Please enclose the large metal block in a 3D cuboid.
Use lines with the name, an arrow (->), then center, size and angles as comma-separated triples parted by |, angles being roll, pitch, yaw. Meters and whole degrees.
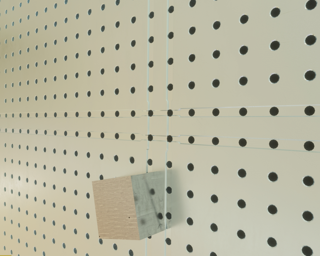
large metal block -> -0.045, 0.107, 0.431 | 0.080, 0.050, 0.080 | -15, 81, 39
